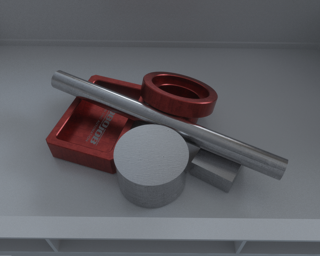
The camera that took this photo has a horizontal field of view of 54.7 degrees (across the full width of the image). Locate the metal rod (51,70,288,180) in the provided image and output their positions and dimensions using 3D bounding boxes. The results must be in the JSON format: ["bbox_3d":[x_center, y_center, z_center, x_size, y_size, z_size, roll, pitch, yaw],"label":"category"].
[{"bbox_3d":[-0.001,-0.010,0.373,0.301,0.025,0.025,22,53,14],"label":"metal rod"}]

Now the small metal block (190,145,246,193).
[{"bbox_3d":[0.070,0.041,0.369,0.050,0.025,0.050,25,54,19],"label":"small metal block"}]

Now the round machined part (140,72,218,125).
[{"bbox_3d":[0.022,-0.036,0.406,0.099,0.042,0.098,12,27,-6],"label":"round machined part"}]

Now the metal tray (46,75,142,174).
[{"bbox_3d":[-0.074,-0.011,0.406,0.090,0.030,0.130,14,51,11],"label":"metal tray"}]

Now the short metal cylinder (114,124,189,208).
[{"bbox_3d":[-0.009,0.042,0.350,0.081,0.050,0.080,0,50,0],"label":"short metal cylinder"}]
